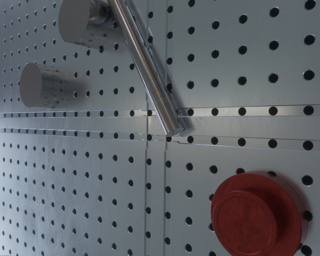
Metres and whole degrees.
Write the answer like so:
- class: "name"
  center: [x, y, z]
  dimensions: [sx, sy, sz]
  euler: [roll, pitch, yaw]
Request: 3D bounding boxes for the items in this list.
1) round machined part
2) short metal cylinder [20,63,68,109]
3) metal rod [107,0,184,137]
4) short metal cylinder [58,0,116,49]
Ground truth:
- class: "round machined part"
  center: [0.095, 0.096, 0.320]
  dimensions: [0.098, 0.042, 0.097]
  euler: [0, 90, 40]
- class: "short metal cylinder"
  center: [-0.215, -0.076, 0.570]
  dimensions: [0.080, 0.050, 0.079]
  euler: [0, 90, 40]
- class: "metal rod"
  center: [-0.037, -0.125, 0.439]
  dimensions: [0.025, 0.025, 0.299]
  euler: [-36, 68, 34]
- class: "short metal cylinder"
  center: [-0.116, -0.169, 0.489]
  dimensions: [0.080, 0.050, 0.079]
  euler: [0, 90, 40]
